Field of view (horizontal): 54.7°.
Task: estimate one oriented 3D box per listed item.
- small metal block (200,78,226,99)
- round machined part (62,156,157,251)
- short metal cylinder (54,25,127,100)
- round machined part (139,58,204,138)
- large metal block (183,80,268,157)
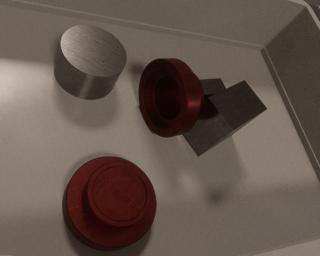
[{"bbox_3d":[0.062,-0.047,0.453,0.050,0.050,0.025,-9,67,-33],"label":"small metal block"},{"bbox_3d":[-0.048,0.074,0.325,0.099,0.042,0.098,14,56,-21],"label":"round machined part"},{"bbox_3d":[-0.089,-0.083,0.393,0.081,0.050,0.080,14,56,-21],"label":"short metal cylinder"},{"bbox_3d":[0.018,-0.039,0.394,0.042,0.097,0.098,-11,68,-37],"label":"round machined part"},{"bbox_3d":[0.084,-0.013,0.426,0.081,0.080,0.050,-26,77,-37],"label":"large metal block"}]
